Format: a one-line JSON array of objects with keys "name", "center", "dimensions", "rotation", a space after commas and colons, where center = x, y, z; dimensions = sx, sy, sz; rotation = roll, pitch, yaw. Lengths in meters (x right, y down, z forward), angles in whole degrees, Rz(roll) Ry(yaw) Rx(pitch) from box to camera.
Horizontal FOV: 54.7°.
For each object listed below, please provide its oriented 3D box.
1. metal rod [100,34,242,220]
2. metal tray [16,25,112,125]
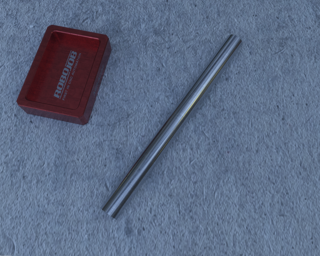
[{"name": "metal rod", "center": [0.024, -0.013, 0.413], "dimensions": [0.025, 0.025, 0.300], "rotation": [33, 73, 11]}, {"name": "metal tray", "center": [-0.129, -0.076, 0.431], "dimensions": [0.090, 0.030, 0.130], "rotation": [12, 70, 4]}]
